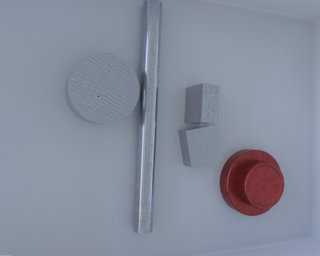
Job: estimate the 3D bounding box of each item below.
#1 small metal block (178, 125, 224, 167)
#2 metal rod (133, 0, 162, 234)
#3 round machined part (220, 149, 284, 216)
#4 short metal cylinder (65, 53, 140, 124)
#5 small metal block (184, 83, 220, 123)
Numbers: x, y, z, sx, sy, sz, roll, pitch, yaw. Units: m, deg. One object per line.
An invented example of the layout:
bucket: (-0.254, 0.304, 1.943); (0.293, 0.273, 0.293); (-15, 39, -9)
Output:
small metal block: (0.057, 0.024, 0.433); (0.050, 0.025, 0.050); (-10, 94, -20)
metal rod: (-0.016, -0.015, 0.405); (0.025, 0.025, 0.298); (3, 89, -20)
round machined part: (0.142, 0.081, 0.456); (0.099, 0.042, 0.097); (0, 90, -21)
short metal cylinder: (-0.070, -0.045, 0.372); (0.081, 0.050, 0.079); (0, 90, -21)
small metal block: (0.056, -0.032, 0.419); (0.025, 0.050, 0.050); (4, 89, -20)
